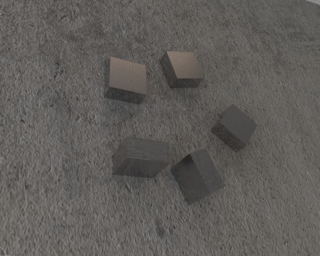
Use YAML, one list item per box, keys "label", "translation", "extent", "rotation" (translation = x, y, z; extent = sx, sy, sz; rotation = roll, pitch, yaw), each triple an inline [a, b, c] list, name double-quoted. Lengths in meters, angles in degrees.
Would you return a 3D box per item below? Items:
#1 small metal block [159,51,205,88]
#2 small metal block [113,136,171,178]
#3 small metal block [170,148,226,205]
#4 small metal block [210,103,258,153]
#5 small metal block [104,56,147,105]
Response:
- label: "small metal block"
  translation: [0.034, -0.089, 0.476]
  extent: [0.050, 0.025, 0.050]
  rotation: [-6, 65, -31]
- label: "small metal block"
  translation: [-0.022, 0.035, 0.354]
  extent: [0.050, 0.050, 0.025]
  rotation: [10, 58, -23]
- label: "small metal block"
  translation: [0.044, 0.060, 0.375]
  extent: [0.025, 0.050, 0.050]
  rotation: [-15, 70, -34]
- label: "small metal block"
  translation: [0.111, -0.001, 0.464]
  extent: [0.050, 0.025, 0.050]
  rotation: [41, 51, 0]
- label: "small metal block"
  translation: [-0.047, -0.063, 0.417]
  extent: [0.050, 0.025, 0.050]
  rotation: [10, 57, -23]
